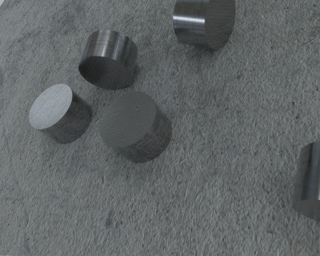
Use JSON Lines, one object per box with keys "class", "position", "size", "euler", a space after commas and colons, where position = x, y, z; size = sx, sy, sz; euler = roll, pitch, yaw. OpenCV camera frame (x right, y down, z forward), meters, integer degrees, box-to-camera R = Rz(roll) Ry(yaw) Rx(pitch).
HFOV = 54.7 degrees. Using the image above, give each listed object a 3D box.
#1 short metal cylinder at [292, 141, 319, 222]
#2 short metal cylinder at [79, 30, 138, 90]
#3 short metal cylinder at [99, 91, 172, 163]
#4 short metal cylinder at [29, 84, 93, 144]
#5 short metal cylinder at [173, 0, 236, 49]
{"class": "short metal cylinder", "position": [0.156, 0.049, 0.256], "size": [0.080, 0.080, 0.050], "euler": [6, 65, 31]}
{"class": "short metal cylinder", "position": [-0.077, -0.102, 0.472], "size": [0.080, 0.080, 0.050], "euler": [-5, 59, 25]}
{"class": "short metal cylinder", "position": [-0.031, -0.001, 0.405], "size": [0.080, 0.050, 0.080], "euler": [-13, 56, 21]}
{"class": "short metal cylinder", "position": [-0.154, -0.022, 0.482], "size": [0.080, 0.050, 0.080], "euler": [-13, 56, 21]}
{"class": "short metal cylinder", "position": [0.063, -0.153, 0.430], "size": [0.050, 0.080, 0.080], "euler": [20, 73, 36]}
